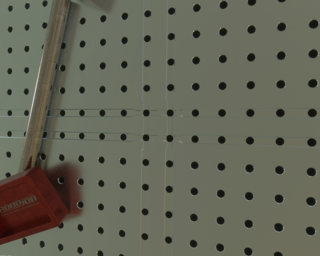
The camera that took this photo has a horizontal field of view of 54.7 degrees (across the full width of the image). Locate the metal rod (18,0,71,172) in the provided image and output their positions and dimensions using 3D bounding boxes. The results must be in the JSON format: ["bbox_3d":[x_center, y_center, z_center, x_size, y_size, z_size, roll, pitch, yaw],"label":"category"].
[{"bbox_3d":[-0.180,-0.051,0.476,0.025,0.025,0.298,15,95,19],"label":"metal rod"}]

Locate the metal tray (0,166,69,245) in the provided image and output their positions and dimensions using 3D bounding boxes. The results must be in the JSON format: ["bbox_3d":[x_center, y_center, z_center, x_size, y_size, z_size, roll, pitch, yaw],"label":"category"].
[{"bbox_3d":[-0.217,0.120,0.469,0.130,0.030,0.090,-22,105,18],"label":"metal tray"}]

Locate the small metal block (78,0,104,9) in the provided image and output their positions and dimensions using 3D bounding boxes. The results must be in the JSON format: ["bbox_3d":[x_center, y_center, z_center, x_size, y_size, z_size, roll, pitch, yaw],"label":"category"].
[{"bbox_3d":[-0.103,-0.209,0.449,0.050,0.025,0.050,26,98,18],"label":"small metal block"}]
